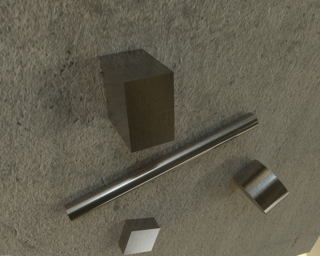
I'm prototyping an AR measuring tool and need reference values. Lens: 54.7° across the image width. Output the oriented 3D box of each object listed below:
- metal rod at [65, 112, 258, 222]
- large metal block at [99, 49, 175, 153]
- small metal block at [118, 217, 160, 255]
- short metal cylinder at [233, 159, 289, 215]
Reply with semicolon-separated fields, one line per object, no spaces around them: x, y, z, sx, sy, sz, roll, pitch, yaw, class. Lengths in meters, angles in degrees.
0.011;0.050;0.445;0.302;0.025;0.025;-25;128;-13;metal rod
-0.025;-0.033;0.338;0.050;0.080;0.079;-16;125;-20;large metal block
-0.034;0.173;0.497;0.050;0.025;0.050;5;116;-31;small metal block
0.171;0.100;0.530;0.050;0.080;0.080;-41;130;-1;short metal cylinder
